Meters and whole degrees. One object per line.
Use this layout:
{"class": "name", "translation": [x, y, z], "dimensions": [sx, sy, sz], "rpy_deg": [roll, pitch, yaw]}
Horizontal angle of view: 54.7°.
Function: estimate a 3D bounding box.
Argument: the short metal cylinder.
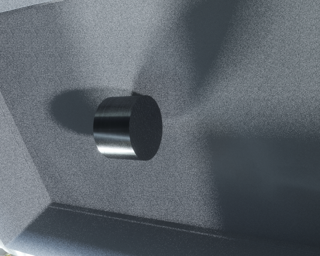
{"class": "short metal cylinder", "translation": [-0.038, 0.000, 0.388], "dimensions": [0.050, 0.080, 0.080], "rpy_deg": [0, 119, 28]}
